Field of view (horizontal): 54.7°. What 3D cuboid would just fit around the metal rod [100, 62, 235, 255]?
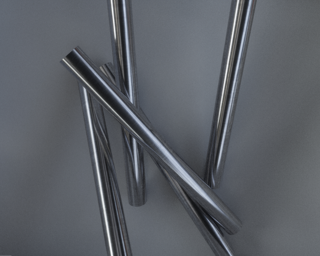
[{"bbox_3d":[0.007,0.045,0.411,0.025,0.025,0.299,-33,90,0],"label":"metal rod"}]

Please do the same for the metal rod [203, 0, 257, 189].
[{"bbox_3d":[0.080,-0.059,0.351,0.025,0.025,0.298,4,115,-1],"label":"metal rod"}]

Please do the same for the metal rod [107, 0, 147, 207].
[{"bbox_3d":[-0.037,-0.040,0.355,0.025,0.025,0.298,-3,113,0],"label":"metal rod"}]

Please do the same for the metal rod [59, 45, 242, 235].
[{"bbox_3d":[0.004,0.029,0.360,0.025,0.025,0.300,-43,111,0],"label":"metal rod"}]

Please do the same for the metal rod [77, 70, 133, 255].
[{"bbox_3d":[-0.063,0.051,0.351,0.025,0.025,0.299,-16,66,0],"label":"metal rod"}]
